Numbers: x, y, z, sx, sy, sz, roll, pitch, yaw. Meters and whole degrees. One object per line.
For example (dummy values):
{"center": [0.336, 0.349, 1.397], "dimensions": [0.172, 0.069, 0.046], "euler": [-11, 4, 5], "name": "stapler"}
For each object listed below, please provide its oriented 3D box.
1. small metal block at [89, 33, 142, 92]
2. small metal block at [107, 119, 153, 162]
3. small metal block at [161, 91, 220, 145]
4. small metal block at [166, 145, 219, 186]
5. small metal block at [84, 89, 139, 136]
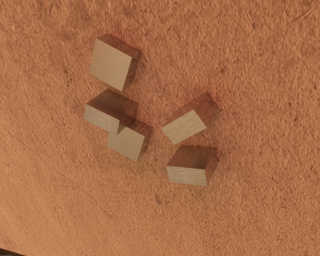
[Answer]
{"center": [-0.056, -0.082, 0.386], "dimensions": [0.050, 0.025, 0.050], "euler": [30, 128, 9], "name": "small metal block"}
{"center": [-0.043, 0.013, 0.438], "dimensions": [0.050, 0.025, 0.050], "euler": [27, 128, 11], "name": "small metal block"}
{"center": [0.036, -0.012, 0.364], "dimensions": [0.050, 0.050, 0.025], "euler": [-30, 101, 38], "name": "small metal block"}
{"center": [0.043, 0.047, 0.397], "dimensions": [0.050, 0.050, 0.025], "euler": [2, 119, 27], "name": "small metal block"}
{"center": [-0.064, -0.022, 0.411], "dimensions": [0.050, 0.050, 0.025], "euler": [26, 128, 12], "name": "small metal block"}
